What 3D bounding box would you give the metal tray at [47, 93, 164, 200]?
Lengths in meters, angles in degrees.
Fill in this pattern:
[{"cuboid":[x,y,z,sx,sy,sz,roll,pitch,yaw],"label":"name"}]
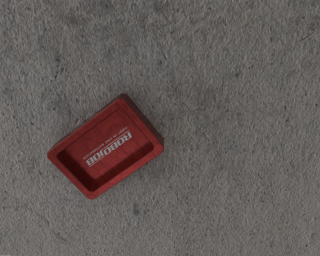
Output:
[{"cuboid":[-0.071,0.027,0.416,0.130,0.030,0.090,-35,107,12],"label":"metal tray"}]
